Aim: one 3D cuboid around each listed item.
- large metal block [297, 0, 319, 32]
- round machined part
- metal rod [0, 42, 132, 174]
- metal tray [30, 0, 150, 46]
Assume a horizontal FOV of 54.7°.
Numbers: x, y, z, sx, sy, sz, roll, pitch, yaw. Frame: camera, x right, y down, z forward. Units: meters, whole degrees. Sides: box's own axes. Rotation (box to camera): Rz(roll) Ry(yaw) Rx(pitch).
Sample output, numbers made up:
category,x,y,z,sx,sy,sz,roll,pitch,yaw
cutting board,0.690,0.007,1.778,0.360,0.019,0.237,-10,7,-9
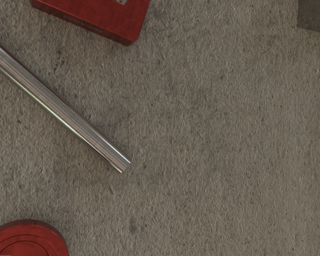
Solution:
category,x,y,z,sx,sy,sz,roll,pitch,yaw
large metal block,0.273,-0.202,0.499,0.081,0.050,0.079,3,89,-20
round machined part,-0.153,0.150,0.344,0.099,0.042,0.097,0,90,-21
metal rod,-0.150,-0.052,0.353,0.300,0.025,0.025,44,76,-15
metal tray,-0.079,-0.167,0.377,0.131,0.030,0.090,19,84,-20
